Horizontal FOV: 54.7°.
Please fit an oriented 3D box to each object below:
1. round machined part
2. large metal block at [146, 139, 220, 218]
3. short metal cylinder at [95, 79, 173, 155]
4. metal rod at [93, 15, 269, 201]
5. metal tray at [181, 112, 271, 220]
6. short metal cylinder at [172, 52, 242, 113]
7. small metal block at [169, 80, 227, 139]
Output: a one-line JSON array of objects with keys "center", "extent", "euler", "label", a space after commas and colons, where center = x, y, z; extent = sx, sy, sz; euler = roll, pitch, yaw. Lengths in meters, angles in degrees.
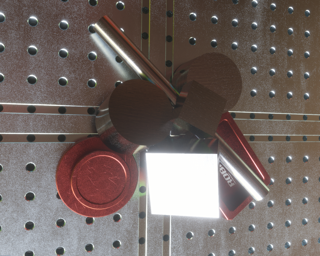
[{"center": [-0.073, 0.059, 0.372], "extent": [0.099, 0.042, 0.097], "euler": [0, 90, -20], "label": "round machined part"}, {"center": [0.031, 0.059, 0.379], "extent": [0.080, 0.050, 0.079], "euler": [0, 107, 13], "label": "large metal block"}, {"center": [-0.031, -0.012, 0.372], "extent": [0.081, 0.050, 0.080], "euler": [9, 70, -26], "label": "short metal cylinder"}, {"center": [0.030, -0.022, 0.394], "extent": [0.300, 0.025, 0.025], "euler": [46, 75, -5], "label": "metal rod"}, {"center": [0.089, 0.052, 0.439], "extent": [0.090, 0.030, 0.130], "euler": [-38, 102, -16], "label": "metal tray"}, {"center": [0.062, -0.057, 0.419], "extent": [0.081, 0.050, 0.079], "euler": [0, 90, -20], "label": "short metal cylinder"}, {"center": [0.046, -0.021, 0.370], "extent": [0.050, 0.025, 0.050], "euler": [28, 73, -18], "label": "small metal block"}]
